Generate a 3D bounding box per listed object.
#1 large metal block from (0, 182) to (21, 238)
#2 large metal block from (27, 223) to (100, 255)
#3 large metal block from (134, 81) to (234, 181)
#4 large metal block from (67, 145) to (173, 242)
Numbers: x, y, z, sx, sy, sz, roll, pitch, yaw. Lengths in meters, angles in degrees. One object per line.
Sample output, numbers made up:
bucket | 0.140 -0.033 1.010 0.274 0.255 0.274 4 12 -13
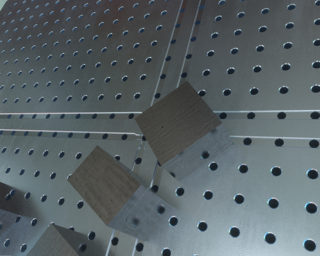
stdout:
large metal block | -0.266 0.127 0.456 0.080 0.050 0.080 -48 51 -6
large metal block | -0.111 0.169 0.348 0.080 0.050 0.080 29 77 37
large metal block | 0.028 0.003 0.376 0.080 0.050 0.080 -36 51 4
large metal block | -0.043 0.075 0.351 0.080 0.080 0.050 34 81 38
